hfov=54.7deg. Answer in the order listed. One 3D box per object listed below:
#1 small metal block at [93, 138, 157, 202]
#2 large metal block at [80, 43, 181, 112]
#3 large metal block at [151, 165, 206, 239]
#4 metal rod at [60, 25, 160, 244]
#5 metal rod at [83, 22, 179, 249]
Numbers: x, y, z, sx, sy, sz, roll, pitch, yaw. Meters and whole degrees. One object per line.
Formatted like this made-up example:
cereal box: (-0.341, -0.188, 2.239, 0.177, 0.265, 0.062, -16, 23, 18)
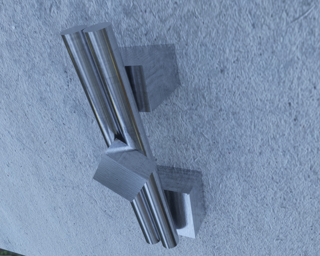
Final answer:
small metal block: (-0.038, 0.046, 0.331, 0.050, 0.025, 0.050, 32, 134, 0)
large metal block: (-0.032, -0.059, 0.353, 0.080, 0.080, 0.050, 3, 120, 26)
large metal block: (0.017, 0.103, 0.446, 0.080, 0.050, 0.079, 5, 121, 25)
metal rod: (-0.043, 0.033, 0.357, 0.025, 0.025, 0.298, 3, 127, 27)
metal rod: (-0.020, 0.034, 0.346, 0.025, 0.025, 0.298, 3, 127, 27)
